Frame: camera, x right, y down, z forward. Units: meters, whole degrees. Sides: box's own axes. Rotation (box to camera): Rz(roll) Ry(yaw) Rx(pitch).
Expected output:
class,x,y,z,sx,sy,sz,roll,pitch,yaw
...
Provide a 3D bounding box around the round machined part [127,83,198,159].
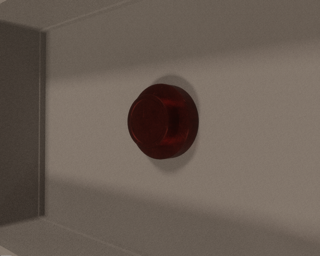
class,x,y,z,sx,sy,sz,roll,pitch,yaw
round machined part,-0.003,-0.008,0.397,0.098,0.042,0.097,0,90,39
